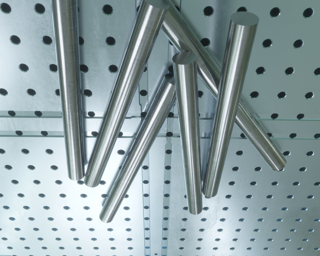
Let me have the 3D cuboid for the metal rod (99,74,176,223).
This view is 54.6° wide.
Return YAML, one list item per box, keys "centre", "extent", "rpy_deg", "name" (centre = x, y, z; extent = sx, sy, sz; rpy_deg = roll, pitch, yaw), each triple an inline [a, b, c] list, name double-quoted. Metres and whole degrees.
- centre: [-0.038, 0.049, 0.452]
  extent: [0.025, 0.025, 0.298]
  rpy_deg: [17, 128, -14]
  name: "metal rod"

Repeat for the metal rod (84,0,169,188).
- centre: [-0.054, -0.016, 0.379]
  extent: [0.025, 0.025, 0.298]
  rpy_deg: [16, 134, -13]
  name: "metal rod"

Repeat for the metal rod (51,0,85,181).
- centre: [-0.108, -0.043, 0.374]
  extent: [0.025, 0.025, 0.298]
  rpy_deg: [5, 130, -5]
  name: "metal rod"

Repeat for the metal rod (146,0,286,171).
- centre: [0.083, -0.038, 0.379]
  extent: [0.025, 0.025, 0.300]
  rpy_deg: [-30, 124, 23]
  name: "metal rod"

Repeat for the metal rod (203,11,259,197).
- centre: [0.077, 0.002, 0.386]
  extent: [0.025, 0.025, 0.299]
  rpy_deg: [-1, 139, 1]
  name: "metal rod"

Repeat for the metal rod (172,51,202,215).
- centre: [0.043, 0.032, 0.423]
  extent: [0.025, 0.025, 0.299]
  rpy_deg: [-5, 135, 4]
  name: "metal rod"
